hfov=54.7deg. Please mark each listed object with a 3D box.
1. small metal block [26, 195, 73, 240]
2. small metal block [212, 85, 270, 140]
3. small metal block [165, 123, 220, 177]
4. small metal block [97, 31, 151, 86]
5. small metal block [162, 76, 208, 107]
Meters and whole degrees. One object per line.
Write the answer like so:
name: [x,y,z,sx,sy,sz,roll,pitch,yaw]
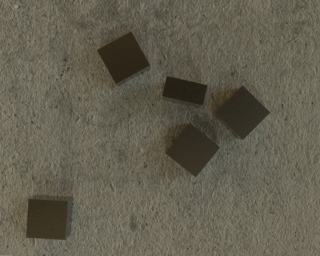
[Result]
small metal block: [-0.145,0.117,0.409,0.050,0.025,0.050,4,90,0]
small metal block: [0.107,-0.020,0.411,0.050,0.025,0.050,45,90,0]
small metal block: [0.042,0.029,0.410,0.050,0.025,0.050,39,90,0]
small metal block: [-0.047,-0.090,0.409,0.050,0.025,0.050,-29,90,0]
small metal block: [0.030,-0.045,0.398,0.050,0.050,0.025,13,90,0]
